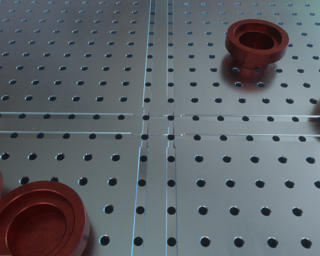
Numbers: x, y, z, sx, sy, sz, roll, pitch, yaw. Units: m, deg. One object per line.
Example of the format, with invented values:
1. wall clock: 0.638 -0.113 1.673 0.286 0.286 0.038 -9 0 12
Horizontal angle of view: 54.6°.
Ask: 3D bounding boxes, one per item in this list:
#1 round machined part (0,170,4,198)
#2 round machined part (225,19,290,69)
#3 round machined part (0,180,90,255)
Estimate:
1. round machined part: -0.210 0.076 0.323 0.098 0.042 0.098 -8 46 9
2. round machined part: 0.156 -0.134 0.511 0.099 0.042 0.098 0 50 0
3. round machined part: -0.119 0.105 0.308 0.099 0.042 0.098 0 50 0
